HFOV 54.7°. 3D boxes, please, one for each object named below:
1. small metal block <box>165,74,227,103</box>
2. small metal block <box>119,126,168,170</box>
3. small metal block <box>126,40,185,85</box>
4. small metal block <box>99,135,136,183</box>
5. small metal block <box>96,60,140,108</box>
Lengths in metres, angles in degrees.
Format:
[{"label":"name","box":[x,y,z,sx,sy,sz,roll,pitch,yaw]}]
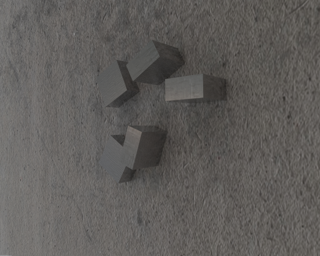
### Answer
[{"label":"small metal block","box":[0.041,-0.044,0.354,0.050,0.050,0.025,-1,89,40]},{"label":"small metal block","box":[-0.021,0.024,0.406,0.025,0.050,0.050,24,105,37]},{"label":"small metal block","box":[-0.005,-0.081,0.393,0.050,0.050,0.025,-36,68,34]},{"label":"small metal block","box":[-0.057,0.044,0.453,0.050,0.025,0.050,38,113,33]},{"label":"small metal block","box":[-0.063,-0.064,0.457,0.050,0.025,0.050,-32,70,35]}]
